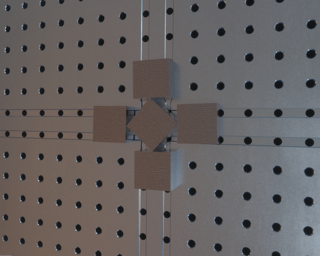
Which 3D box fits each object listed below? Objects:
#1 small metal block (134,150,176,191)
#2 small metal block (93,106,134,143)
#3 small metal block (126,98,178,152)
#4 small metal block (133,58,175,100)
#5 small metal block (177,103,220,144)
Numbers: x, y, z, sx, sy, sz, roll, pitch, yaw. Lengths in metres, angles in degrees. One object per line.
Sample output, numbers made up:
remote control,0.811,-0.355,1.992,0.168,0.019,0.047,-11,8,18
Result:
small metal block,-0.006,0.056,0.414,0.050,0.025,0.050,0,90,19
small metal block,-0.065,-0.005,0.434,0.050,0.025,0.050,2,91,19
small metal block,-0.007,-0.005,0.414,0.050,0.025,0.050,44,103,14
small metal block,-0.008,-0.064,0.414,0.050,0.025,0.050,-1,90,19
small metal block,0.049,-0.005,0.394,0.050,0.025,0.050,0,90,19
